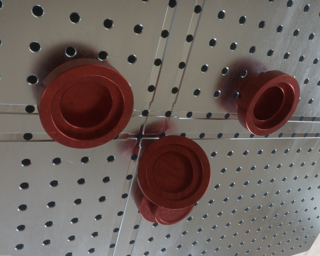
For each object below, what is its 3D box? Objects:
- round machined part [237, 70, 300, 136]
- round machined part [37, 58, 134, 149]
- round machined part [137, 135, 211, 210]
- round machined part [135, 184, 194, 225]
[{"bbox_3d":[0.156,-0.040,0.463,0.099,0.042,0.097,-14,125,-21],"label":"round machined part"},{"bbox_3d":[-0.082,-0.029,0.338,0.099,0.042,0.097,-14,125,-21],"label":"round machined part"},{"bbox_3d":[0.017,0.061,0.427,0.099,0.042,0.097,2,80,-10],"label":"round machined part"},{"bbox_3d":[0.015,0.110,0.479,0.099,0.042,0.097,-14,125,-21],"label":"round machined part"}]
